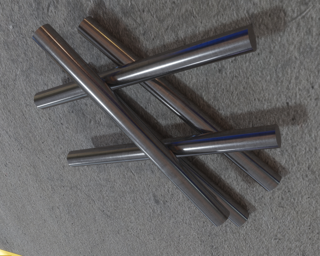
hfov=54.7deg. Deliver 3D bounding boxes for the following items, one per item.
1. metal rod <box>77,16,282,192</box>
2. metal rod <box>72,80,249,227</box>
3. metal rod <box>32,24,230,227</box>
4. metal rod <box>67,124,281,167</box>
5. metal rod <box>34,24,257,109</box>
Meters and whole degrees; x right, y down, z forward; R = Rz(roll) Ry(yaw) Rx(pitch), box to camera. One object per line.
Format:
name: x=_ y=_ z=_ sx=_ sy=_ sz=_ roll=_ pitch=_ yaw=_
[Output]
metal rod: x=0.023 y=-0.029 z=0.376 sx=0.300 sy=0.025 sz=0.025 roll=40 pitch=129 yaw=0
metal rod: x=0.001 y=0.026 z=0.421 sx=0.300 sy=0.025 sz=0.025 roll=42 pitch=129 yaw=-1
metal rod: x=-0.029 y=0.001 z=0.358 sx=0.300 sy=0.025 sz=0.025 roll=46 pitch=129 yaw=-5
metal rod: x=-0.005 y=0.028 z=0.395 sx=0.300 sy=0.025 sz=0.025 roll=-9 pitch=114 yaw=31
metal rod: x=-0.042 y=-0.060 z=0.360 sx=0.300 sy=0.025 sz=0.025 roll=-10 pitch=114 yaw=32
